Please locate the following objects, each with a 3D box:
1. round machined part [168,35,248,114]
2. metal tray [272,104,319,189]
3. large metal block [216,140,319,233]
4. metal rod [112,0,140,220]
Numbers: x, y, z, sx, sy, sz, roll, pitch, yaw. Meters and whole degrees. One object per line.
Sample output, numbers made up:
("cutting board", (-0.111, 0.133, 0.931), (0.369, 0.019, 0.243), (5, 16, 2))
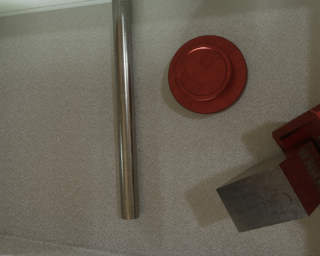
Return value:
("round machined part", (0.056, -0.066, 0.381), (0.098, 0.042, 0.097), (0, 90, 19))
("metal tray", (0.180, 0.041, 0.311), (0.030, 0.090, 0.130), (-30, 79, -13))
("large metal block", (0.121, 0.061, 0.323), (0.080, 0.081, 0.050), (-37, 77, 46))
("metal rod", (-0.047, -0.027, 0.426), (0.025, 0.025, 0.298), (-3, 89, 19))
